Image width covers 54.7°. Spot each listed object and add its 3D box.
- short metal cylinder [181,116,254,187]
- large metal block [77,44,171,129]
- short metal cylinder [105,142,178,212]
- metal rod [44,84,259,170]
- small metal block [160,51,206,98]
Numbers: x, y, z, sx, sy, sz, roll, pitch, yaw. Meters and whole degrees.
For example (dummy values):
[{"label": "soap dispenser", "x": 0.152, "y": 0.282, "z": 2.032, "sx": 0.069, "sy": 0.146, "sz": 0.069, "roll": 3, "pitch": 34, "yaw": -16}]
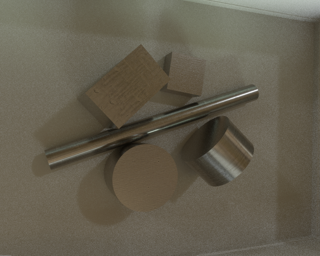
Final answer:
[{"label": "short metal cylinder", "x": 0.075, "y": 0.030, "z": 0.409, "sx": 0.050, "sy": 0.080, "sz": 0.080, "roll": 45, "pitch": 76, "yaw": -15}, {"label": "large metal block", "x": -0.045, "y": -0.045, "z": 0.364, "sx": 0.080, "sy": 0.080, "sz": 0.050, "roll": -45, "pitch": 105, "yaw": -15}, {"label": "short metal cylinder", "x": -0.025, "y": 0.058, "z": 0.387, "sx": 0.081, "sy": 0.050, "sz": 0.079, "roll": 0, "pitch": 90, "yaw": -21}, {"label": "metal rod", "x": 0.004, "y": -0.008, "z": 0.412, "sx": 0.302, "sy": 0.025, "sz": 0.025, "roll": -19, "pitch": 97, "yaw": -20}, {"label": "small metal block", "x": 0.032, "y": -0.072, "z": 0.422, "sx": 0.050, "sy": 0.025, "sz": 0.050, "roll": 9, "pitch": 87, "yaw": -20}]
